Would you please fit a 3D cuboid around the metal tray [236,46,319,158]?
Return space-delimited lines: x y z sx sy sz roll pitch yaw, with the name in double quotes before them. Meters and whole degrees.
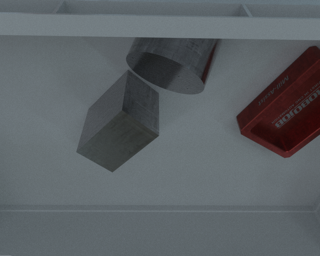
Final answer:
"metal tray" 0.173 -0.026 0.386 0.090 0.030 0.129 27 125 -22

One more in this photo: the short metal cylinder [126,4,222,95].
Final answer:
"short metal cylinder" 0.014 -0.074 0.303 0.080 0.050 0.080 21 169 5

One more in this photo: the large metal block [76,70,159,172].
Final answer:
"large metal block" -0.047 -0.008 0.365 0.050 0.080 0.080 36 121 -27

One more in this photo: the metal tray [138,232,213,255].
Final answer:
"metal tray" 0.031 0.262 0.632 0.131 0.030 0.090 26 125 -21
